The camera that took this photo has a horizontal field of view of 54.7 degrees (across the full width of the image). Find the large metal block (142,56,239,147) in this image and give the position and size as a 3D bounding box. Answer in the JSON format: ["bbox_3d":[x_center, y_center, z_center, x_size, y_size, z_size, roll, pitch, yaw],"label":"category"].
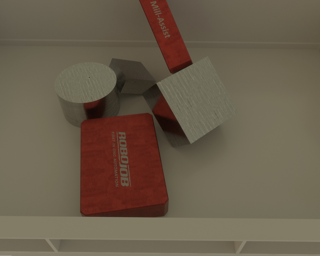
[{"bbox_3d":[0.038,-0.032,0.391,0.081,0.050,0.080,-31,94,-24],"label":"large metal block"}]

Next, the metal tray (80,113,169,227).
[{"bbox_3d":[-0.045,0.043,0.365,0.091,0.030,0.130,-7,50,-6],"label":"metal tray"}]

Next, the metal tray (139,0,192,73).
[{"bbox_3d":[0.007,-0.137,0.421,0.030,0.090,0.129,-23,93,10],"label":"metal tray"}]

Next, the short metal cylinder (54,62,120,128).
[{"bbox_3d":[-0.098,-0.046,0.426,0.081,0.050,0.080,0,50,0],"label":"short metal cylinder"}]

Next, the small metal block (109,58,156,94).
[{"bbox_3d":[-0.042,-0.075,0.455,0.050,0.025,0.050,-2,44,-39],"label":"small metal block"}]
